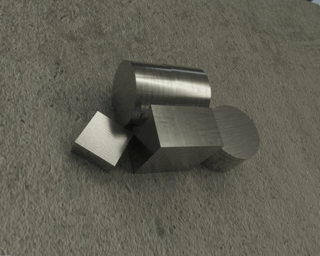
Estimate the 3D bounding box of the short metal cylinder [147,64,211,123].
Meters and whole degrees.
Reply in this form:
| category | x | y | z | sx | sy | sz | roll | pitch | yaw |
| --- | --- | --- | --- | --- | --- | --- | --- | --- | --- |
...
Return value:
| category | x | y | z | sx | sy | sz | roll | pitch | yaw |
| --- | --- | --- | --- | --- | --- | --- | --- | --- | --- |
| short metal cylinder | 0.022 | -0.042 | 0.408 | 0.050 | 0.080 | 0.080 | 1 | 62 | -28 |

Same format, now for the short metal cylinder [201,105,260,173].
| category | x | y | z | sx | sy | sz | roll | pitch | yaw |
| --- | --- | --- | --- | --- | --- | --- | --- | --- | --- |
| short metal cylinder | 0.088 | 0.015 | 0.427 | 0.081 | 0.050 | 0.080 | 14 | 56 | -21 |

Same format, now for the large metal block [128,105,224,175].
| category | x | y | z | sx | sy | sz | roll | pitch | yaw |
| --- | --- | --- | --- | --- | --- | --- | --- | --- | --- |
| large metal block | 0.014 | 0.016 | 0.369 | 0.081 | 0.080 | 0.050 | 1 | 62 | -28 |

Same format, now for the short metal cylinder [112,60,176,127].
| category | x | y | z | sx | sy | sz | roll | pitch | yaw |
| --- | --- | --- | --- | --- | --- | --- | --- | --- | --- |
| short metal cylinder | -0.022 | -0.041 | 0.384 | 0.050 | 0.080 | 0.080 | 1 | 62 | -28 |

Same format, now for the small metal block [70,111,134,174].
| category | x | y | z | sx | sy | sz | roll | pitch | yaw |
| --- | --- | --- | --- | --- | --- | --- | --- | --- | --- |
| small metal block | -0.066 | 0.017 | 0.360 | 0.050 | 0.025 | 0.050 | 33 | 51 | -7 |
